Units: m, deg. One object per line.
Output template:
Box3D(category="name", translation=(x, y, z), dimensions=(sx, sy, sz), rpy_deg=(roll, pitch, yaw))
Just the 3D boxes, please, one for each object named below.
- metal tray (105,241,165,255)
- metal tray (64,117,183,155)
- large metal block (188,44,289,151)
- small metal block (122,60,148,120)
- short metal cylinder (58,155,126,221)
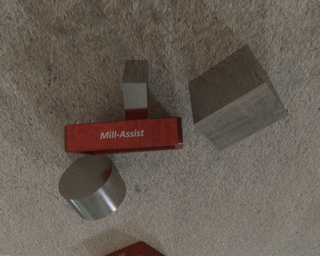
Box3D(category="metal tray", translation=(-0.061, 0.289, 0.648), dimensions=(0.130, 0.030, 0.090), rpy_deg=(-30, 124, 23))
Box3D(category="metal tray", translation=(-0.038, 0.013, 0.379), dimensions=(0.131, 0.030, 0.090), rpy_deg=(-4, 172, 3))
Box3D(category="large metal block", translation=(0.082, -0.034, 0.343), dimensions=(0.080, 0.080, 0.050), rpy_deg=(-32, 123, 24))
Box3D(category="small metal block", translation=(-0.026, -0.044, 0.354), dimensions=(0.025, 0.050, 0.050), rpy_deg=(0, 130, 0))
Box3D(category="short metal cylinder", translation=(-0.095, 0.083, 0.441), dimensions=(0.080, 0.080, 0.050), rpy_deg=(-14, 129, 11))
